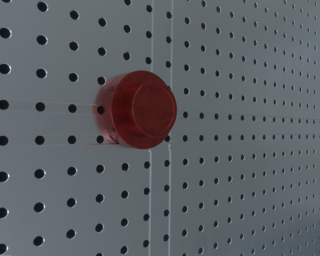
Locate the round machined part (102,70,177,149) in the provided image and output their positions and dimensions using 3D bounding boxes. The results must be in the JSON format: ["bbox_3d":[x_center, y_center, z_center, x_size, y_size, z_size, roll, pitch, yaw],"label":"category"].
[{"bbox_3d":[-0.018,-0.022,0.382,0.099,0.042,0.097,0,90,-40],"label":"round machined part"}]
